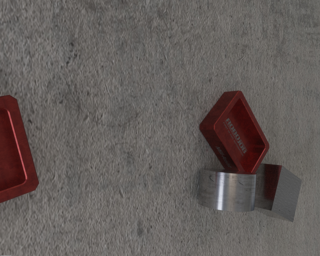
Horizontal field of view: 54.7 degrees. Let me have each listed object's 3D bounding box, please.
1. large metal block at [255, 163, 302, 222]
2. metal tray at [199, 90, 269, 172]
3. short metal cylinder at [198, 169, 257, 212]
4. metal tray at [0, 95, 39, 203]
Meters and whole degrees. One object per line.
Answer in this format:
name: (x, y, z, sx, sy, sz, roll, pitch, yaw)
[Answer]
large metal block: (0.209, 0.117, 0.564, 0.080, 0.050, 0.080, 31, 71, -36)
metal tray: (0.126, 0.015, 0.506, 0.090, 0.030, 0.130, -50, 120, -28)
short metal cylinder: (0.097, 0.088, 0.451, 0.081, 0.080, 0.050, 8, 85, -40)
metal tray: (-0.178, 0.029, 0.252, 0.131, 0.030, 0.089, -18, 102, -39)
